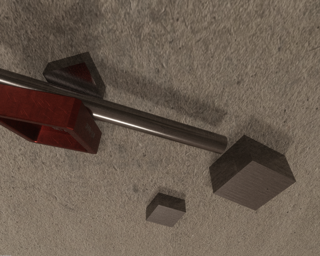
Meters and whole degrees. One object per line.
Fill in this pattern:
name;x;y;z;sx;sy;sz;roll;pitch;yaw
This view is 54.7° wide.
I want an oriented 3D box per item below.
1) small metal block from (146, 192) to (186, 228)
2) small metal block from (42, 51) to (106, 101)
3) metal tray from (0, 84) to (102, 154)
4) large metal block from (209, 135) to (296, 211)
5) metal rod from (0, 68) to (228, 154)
small metal block;0.009;0.140;0.527;0.050;0.025;0.050;20;127;-17
small metal block;-0.098;-0.055;0.359;0.050;0.025;0.050;-13;129;10
metal tray;-0.122;-0.005;0.345;0.091;0.030;0.130;11;165;2
large metal block;0.131;0.067;0.450;0.080;0.050;0.080;25;126;-21
metal rod;-0.056;-0.018;0.360;0.302;0.025;0.025;16;128;-18
